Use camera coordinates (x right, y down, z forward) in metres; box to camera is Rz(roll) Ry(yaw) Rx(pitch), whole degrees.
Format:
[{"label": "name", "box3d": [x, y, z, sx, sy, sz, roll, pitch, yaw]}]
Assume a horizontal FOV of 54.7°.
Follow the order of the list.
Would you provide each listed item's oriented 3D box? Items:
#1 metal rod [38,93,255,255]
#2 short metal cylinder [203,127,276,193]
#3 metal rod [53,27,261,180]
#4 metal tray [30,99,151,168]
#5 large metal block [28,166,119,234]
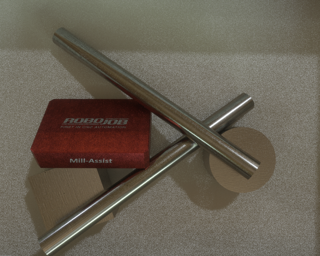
[{"label": "metal rod", "box3d": [-0.005, 0.047, 0.373, 0.301, 0.025, 0.025, -34, 90, -14]}, {"label": "short metal cylinder", "box3d": [0.099, 0.038, 0.398, 0.081, 0.050, 0.079, 0, 90, -1]}, {"label": "metal rod", "box3d": [-0.013, -0.037, 0.380, 0.300, 0.025, 0.025, 36, 90, 12]}, {"label": "metal tray", "box3d": [-0.077, 0.005, 0.379, 0.131, 0.030, 0.090, 0, 46, 1]}, {"label": "large metal block", "box3d": [-0.106, 0.083, 0.393, 0.080, 0.050, 0.080, -19, 90, -1]}]
